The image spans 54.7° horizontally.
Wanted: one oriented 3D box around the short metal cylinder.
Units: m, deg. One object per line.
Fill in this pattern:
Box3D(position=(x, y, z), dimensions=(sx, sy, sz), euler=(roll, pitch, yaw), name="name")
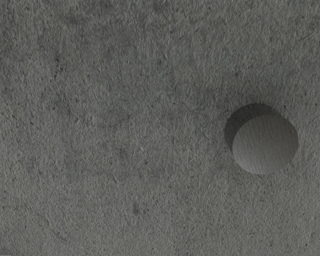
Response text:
Box3D(position=(0.129, 0.013, 0.402), dimensions=(0.081, 0.050, 0.079), euler=(0, 110, 0), name="short metal cylinder")
